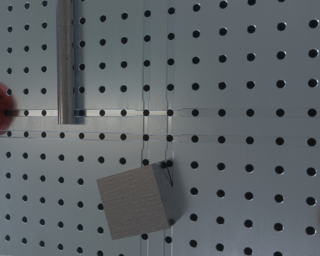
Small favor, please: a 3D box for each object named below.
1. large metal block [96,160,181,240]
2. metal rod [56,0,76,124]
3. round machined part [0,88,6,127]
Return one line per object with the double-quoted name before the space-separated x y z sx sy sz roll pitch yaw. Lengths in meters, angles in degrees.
"large metal block" -0.027 0.093 0.409 0.080 0.050 0.080 -18 84 19
"metal rod" -0.142 -0.155 0.462 0.025 0.025 0.298 -1 90 20
"round machined part" -0.309 -0.034 0.512 0.098 0.042 0.097 0 90 20
